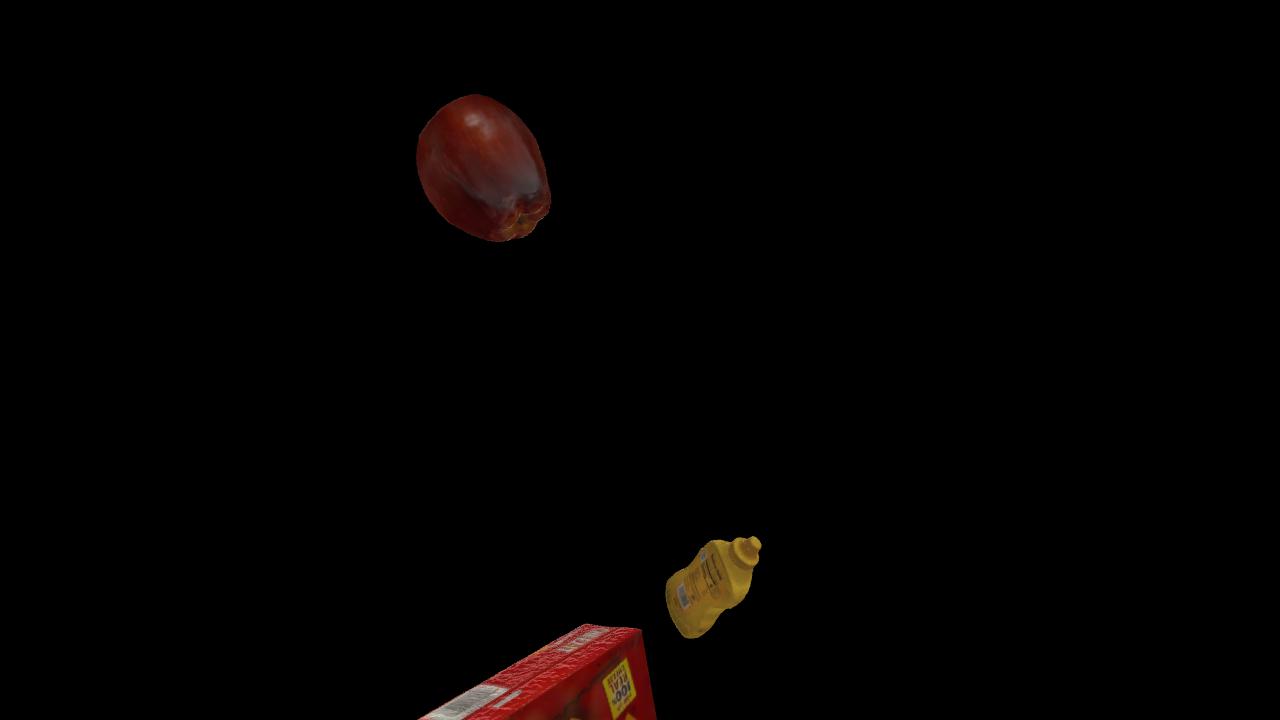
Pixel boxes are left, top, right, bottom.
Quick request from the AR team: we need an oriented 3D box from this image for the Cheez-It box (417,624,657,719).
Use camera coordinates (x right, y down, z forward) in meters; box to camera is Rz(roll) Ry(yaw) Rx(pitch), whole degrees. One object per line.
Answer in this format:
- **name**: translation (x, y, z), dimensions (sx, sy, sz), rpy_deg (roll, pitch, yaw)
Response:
- **Cheez-It box**: translation (-0.052, 0.324, 0.423), dimensions (0.071, 0.223, 0.166), rpy_deg (-14, -6, 37)

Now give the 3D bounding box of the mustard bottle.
- **mustard bottle**: translation (0.105, 0.298, 0.841), dimensions (0.054, 0.184, 0.092), rpy_deg (17, 36, -28)

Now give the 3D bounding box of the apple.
- **apple**: translation (-0.099, -0.120, 0.390), dimensions (0.079, 0.093, 0.079), rpy_deg (-34, -9, -6)
